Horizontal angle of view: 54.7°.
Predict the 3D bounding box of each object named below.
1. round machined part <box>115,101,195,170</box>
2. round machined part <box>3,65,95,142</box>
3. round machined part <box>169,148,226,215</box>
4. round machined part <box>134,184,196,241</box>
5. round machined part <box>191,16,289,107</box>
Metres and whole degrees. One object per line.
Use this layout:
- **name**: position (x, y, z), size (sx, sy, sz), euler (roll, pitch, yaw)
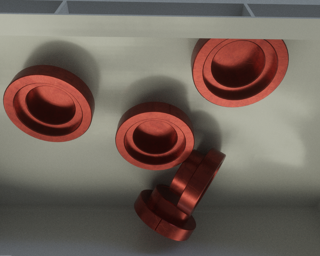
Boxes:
- **round machined part**: position (-0.006, 0.006, 0.401), size (0.099, 0.042, 0.097), euler (0, 128, 1)
- **round machined part**: position (-0.127, -0.032, 0.369), size (0.099, 0.042, 0.097), euler (0, 130, 0)
- **round machined part**: position (0.048, 0.068, 0.430), size (0.042, 0.099, 0.097), euler (31, 130, 15)
- **round machined part**: position (0.013, 0.122, 0.472), size (0.098, 0.098, 0.042), euler (27, 99, -21)
- **round machined part**: position (0.082, -0.073, 0.336), size (0.099, 0.042, 0.097), euler (0, 130, 0)
